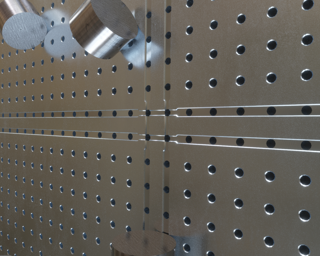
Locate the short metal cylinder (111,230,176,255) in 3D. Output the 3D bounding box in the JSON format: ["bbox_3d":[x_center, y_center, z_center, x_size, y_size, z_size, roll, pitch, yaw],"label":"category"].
[{"bbox_3d":[-0.021,0.168,0.389,0.080,0.081,0.050,4,92,39],"label":"short metal cylinder"}]

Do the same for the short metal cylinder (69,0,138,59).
[{"bbox_3d":[-0.078,-0.145,0.435,0.050,0.081,0.080,-31,71,35],"label":"short metal cylinder"}]

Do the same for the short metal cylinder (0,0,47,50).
[{"bbox_3d":[-0.264,-0.197,0.588,0.080,0.081,0.050,-52,60,27],"label":"short metal cylinder"}]
